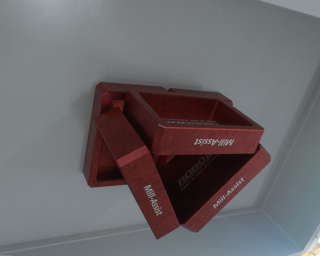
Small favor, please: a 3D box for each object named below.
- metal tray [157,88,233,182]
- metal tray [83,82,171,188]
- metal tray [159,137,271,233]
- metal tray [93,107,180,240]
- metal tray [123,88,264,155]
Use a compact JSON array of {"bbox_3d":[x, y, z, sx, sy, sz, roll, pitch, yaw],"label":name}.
[{"bbox_3d":[0.040,0.013,0.433,0.091,0.030,0.129,1,117,-29],"label":"metal tray"},{"bbox_3d":[-0.041,0.011,0.389,0.091,0.030,0.129,1,117,-28],"label":"metal tray"},{"bbox_3d":[0.060,0.053,0.390,0.130,0.090,0.030,-46,129,4],"label":"metal tray"},{"bbox_3d":[-0.025,0.051,0.343,0.030,0.090,0.129,-28,128,-10],"label":"metal tray"},{"bbox_3d":[0.035,-0.008,0.339,0.131,0.090,0.030,2,118,-29],"label":"metal tray"}]
